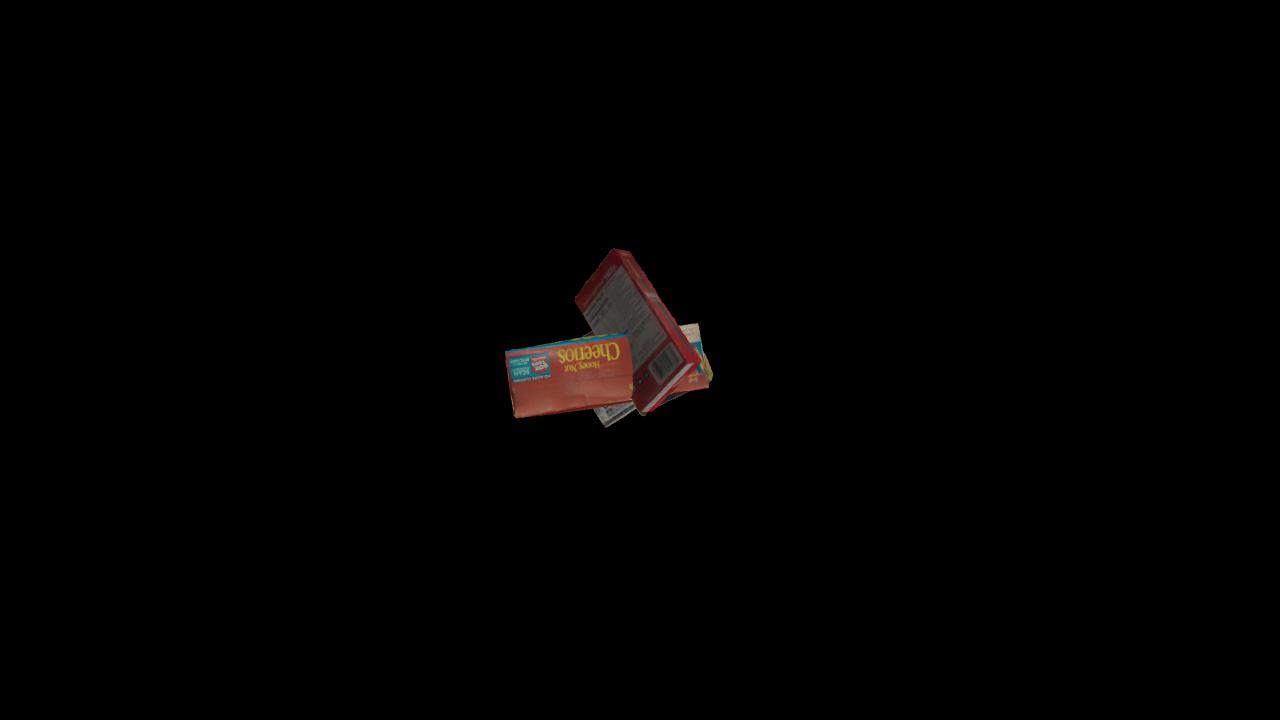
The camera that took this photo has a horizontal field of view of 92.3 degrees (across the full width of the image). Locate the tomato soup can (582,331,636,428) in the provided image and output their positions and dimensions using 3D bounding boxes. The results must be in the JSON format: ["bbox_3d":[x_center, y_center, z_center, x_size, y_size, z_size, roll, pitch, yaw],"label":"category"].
[{"bbox_3d":[-0.040,0.020,0.721,0.068,0.101,0.068,-33,-6,-4],"label":"tomato soup can"}]

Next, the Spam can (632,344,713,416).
[{"bbox_3d":[0.031,0.012,0.675,0.085,0.058,0.101,-27,3,8],"label":"Spam can"}]

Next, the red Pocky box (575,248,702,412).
[{"bbox_3d":[-0.006,-0.032,0.631,0.028,0.155,0.083,-2,-37,-47],"label":"red Pocky box"}]

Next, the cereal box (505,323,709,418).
[{"bbox_3d":[-0.042,0.016,0.765,0.203,0.081,0.306,-9,-3,-4],"label":"cereal box"}]
